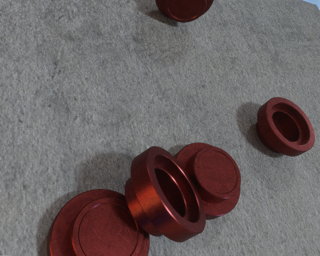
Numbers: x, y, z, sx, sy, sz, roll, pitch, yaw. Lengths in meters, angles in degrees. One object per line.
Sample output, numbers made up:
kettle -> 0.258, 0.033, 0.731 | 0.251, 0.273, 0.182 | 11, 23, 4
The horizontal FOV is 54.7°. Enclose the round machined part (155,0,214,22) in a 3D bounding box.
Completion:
round machined part -> 0.041, -0.216, 0.513 | 0.099, 0.097, 0.042 | 13, 57, -22

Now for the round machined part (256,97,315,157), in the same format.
round machined part -> 0.196, 0.002, 0.500 | 0.099, 0.042, 0.098 | 14, 56, -21

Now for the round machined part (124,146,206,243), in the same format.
round machined part -> 0.001, 0.071, 0.319 | 0.098, 0.042, 0.098 | 47, 20, -23

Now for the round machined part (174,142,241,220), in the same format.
round machined part -> 0.062, 0.062, 0.390 | 0.099, 0.042, 0.098 | 14, 56, -21

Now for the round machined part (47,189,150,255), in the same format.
round machined part -> -0.055, 0.106, 0.300 | 0.099, 0.042, 0.098 | 14, 56, -21
